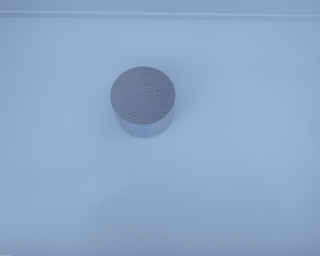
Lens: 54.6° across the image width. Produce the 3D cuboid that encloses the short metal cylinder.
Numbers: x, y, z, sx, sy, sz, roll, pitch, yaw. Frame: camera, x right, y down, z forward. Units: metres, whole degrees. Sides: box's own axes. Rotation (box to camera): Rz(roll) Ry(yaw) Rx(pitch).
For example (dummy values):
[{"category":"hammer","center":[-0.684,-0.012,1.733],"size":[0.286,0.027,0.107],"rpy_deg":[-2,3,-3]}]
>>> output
[{"category":"short metal cylinder","center":[-0.021,-0.033,0.406],"size":[0.080,0.050,0.080],"rpy_deg":[0,70,0]}]
